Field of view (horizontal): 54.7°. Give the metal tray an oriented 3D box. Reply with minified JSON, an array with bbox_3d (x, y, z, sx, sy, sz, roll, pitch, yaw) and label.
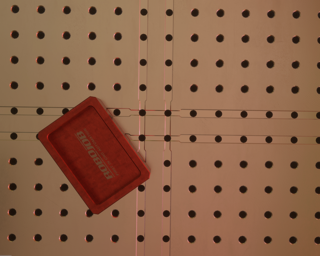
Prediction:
[{"bbox_3d":[-0.084,0.035,0.409,0.090,0.030,0.130,-36,90,-1],"label":"metal tray"}]
